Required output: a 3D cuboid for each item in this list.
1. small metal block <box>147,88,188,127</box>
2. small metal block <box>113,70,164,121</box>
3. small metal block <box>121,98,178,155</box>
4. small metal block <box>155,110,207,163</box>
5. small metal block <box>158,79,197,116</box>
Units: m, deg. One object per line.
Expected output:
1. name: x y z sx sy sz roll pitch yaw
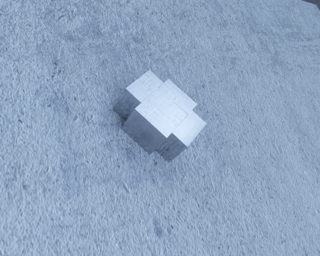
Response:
1. small metal block: -0.001 -0.015 0.399 0.050 0.050 0.025 43 51 0
2. small metal block: -0.028 -0.041 0.399 0.025 0.050 0.050 43 51 1
3. small metal block: -0.014 -0.001 0.383 0.050 0.050 0.025 43 51 0
4. small metal block: 0.026 0.011 0.397 0.025 0.050 0.050 43 51 1
5. small metal block: 0.013 -0.029 0.415 0.050 0.050 0.025 42 51 0
